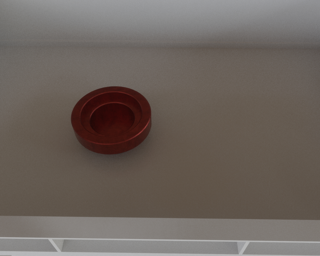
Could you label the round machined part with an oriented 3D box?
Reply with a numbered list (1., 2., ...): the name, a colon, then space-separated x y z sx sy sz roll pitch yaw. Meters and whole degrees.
1. round machined part: -0.060 -0.005 0.399 0.099 0.042 0.098 0 50 0
